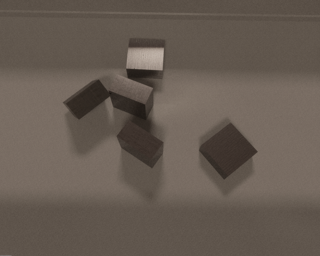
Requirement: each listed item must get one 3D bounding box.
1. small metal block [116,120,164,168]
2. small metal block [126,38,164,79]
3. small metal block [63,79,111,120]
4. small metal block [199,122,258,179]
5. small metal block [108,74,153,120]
[{"bbox_3d":[-0.024,0.022,0.388,0.050,0.050,0.025,33,73,11],"label":"small metal block"},{"bbox_3d":[-0.020,-0.100,0.446,0.050,0.025,0.050,3,70,0],"label":"small metal block"},{"bbox_3d":[-0.097,-0.038,0.406,0.050,0.050,0.025,-40,108,-13],"label":"small metal block"},{"bbox_3d":[0.087,0.030,0.400,0.050,0.025,0.050,-36,74,-13],"label":"small metal block"},{"bbox_3d":[-0.037,-0.040,0.410,0.050,0.050,0.025,22,70,7],"label":"small metal block"}]
